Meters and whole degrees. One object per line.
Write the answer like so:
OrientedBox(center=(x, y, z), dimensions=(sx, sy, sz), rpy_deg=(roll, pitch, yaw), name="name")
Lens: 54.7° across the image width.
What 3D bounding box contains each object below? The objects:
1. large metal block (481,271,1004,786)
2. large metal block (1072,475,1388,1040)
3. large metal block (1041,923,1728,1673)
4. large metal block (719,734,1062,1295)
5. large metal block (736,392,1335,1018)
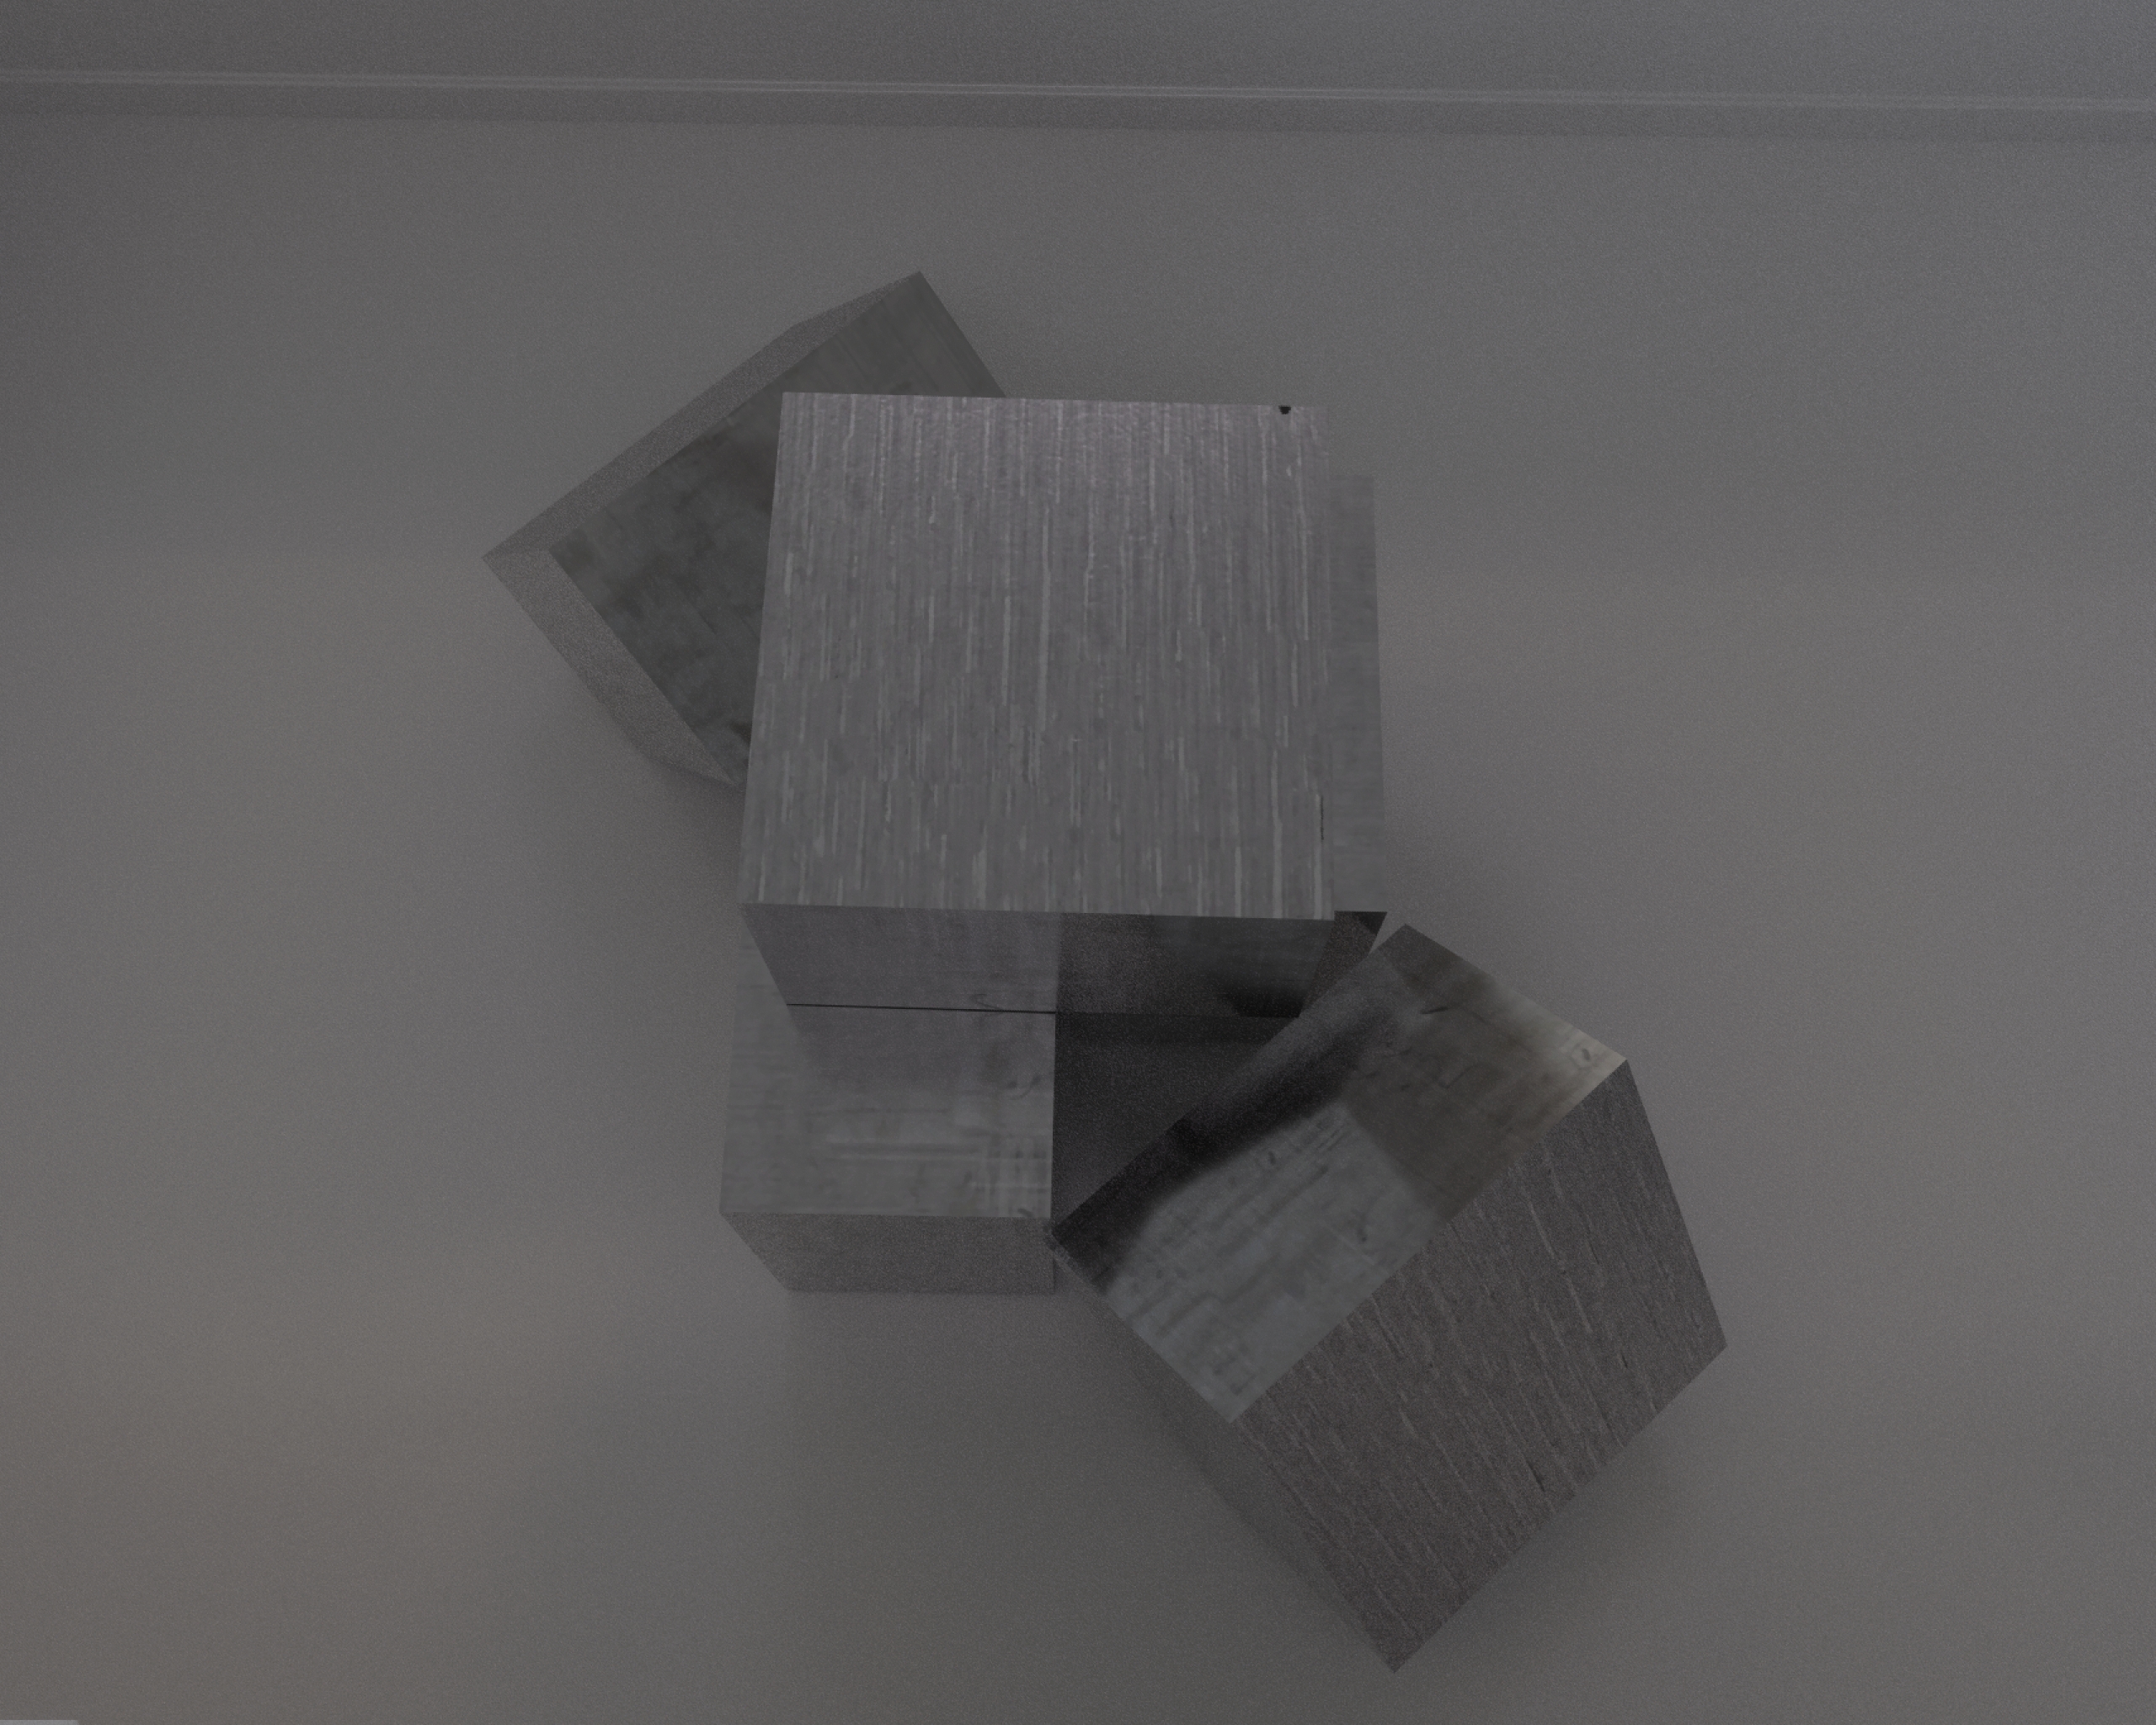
OrientedBox(center=(-0.058, -0.062, 0.393), dimensions=(0.080, 0.080, 0.050), rpy_deg=(-41, 110, -14), name="large metal block")
OrientedBox(center=(0.025, -0.016, 0.384), dimensions=(0.050, 0.080, 0.080), rpy_deg=(1, 70, 0), name="large metal block")
OrientedBox(center=(0.053, 0.072, 0.345), dimensions=(0.080, 0.080, 0.050), rpy_deg=(-40, 40, -13), name="large metal block")
OrientedBox(center=(-0.029, 0.030, 0.368), dimensions=(0.050, 0.080, 0.080), rpy_deg=(1, 70, 0), name="large metal block")
OrientedBox(center=(-0.004, -0.022, 0.317), dimensions=(0.080, 0.050, 0.080), rpy_deg=(2, 70, 0), name="large metal block")
